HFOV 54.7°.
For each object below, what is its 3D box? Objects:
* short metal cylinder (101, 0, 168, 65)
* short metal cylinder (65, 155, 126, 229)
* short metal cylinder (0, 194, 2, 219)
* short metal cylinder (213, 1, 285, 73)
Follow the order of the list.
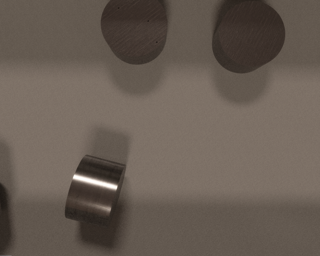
[{"bbox_3d":[-0.031,-0.126,0.398,0.081,0.050,0.079,0,90,-1],"label":"short metal cylinder"},{"bbox_3d":[-0.077,0.078,0.383,0.050,0.080,0.080,15,90,0],"label":"short metal cylinder"},{"bbox_3d":[-0.242,0.093,0.381,0.081,0.080,0.050,-7,90,0],"label":"short metal cylinder"},{"bbox_3d":[0.112,-0.115,0.400,0.081,0.050,0.079,0,90,-1],"label":"short metal cylinder"}]
